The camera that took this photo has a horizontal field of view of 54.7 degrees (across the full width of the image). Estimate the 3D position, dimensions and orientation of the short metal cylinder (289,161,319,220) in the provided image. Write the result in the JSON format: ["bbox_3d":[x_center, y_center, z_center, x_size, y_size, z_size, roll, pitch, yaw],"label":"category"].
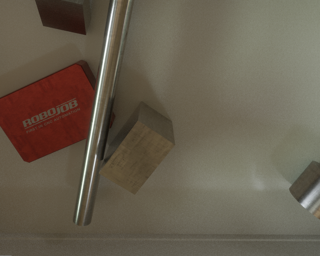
[{"bbox_3d":[0.226,0.089,0.418,0.080,0.080,0.050,29,107,-11],"label":"short metal cylinder"}]

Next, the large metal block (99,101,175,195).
[{"bbox_3d":[-0.027,0.022,0.390,0.050,0.080,0.080,34,106,-12],"label":"large metal block"}]

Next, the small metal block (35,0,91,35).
[{"bbox_3d":[-0.106,-0.134,0.345,0.050,0.050,0.025,11,68,-5],"label":"small metal block"}]

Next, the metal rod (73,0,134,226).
[{"bbox_3d":[-0.072,-0.010,0.374,0.025,0.025,0.298,12,110,-5],"label":"metal rod"}]

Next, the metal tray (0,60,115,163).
[{"bbox_3d":[-0.136,-0.020,0.399,0.130,0.030,0.090,-23,109,7],"label":"metal tray"}]
